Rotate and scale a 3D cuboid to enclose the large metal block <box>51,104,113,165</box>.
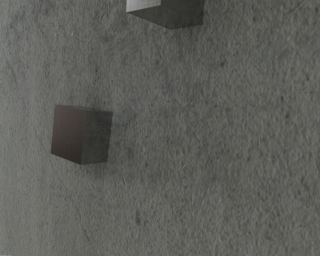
[{"bbox_3d":[-0.124,0.008,0.488,0.080,0.050,0.079,12,98,39],"label":"large metal block"}]

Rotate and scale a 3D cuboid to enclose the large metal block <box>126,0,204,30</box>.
[{"bbox_3d":[0.010,-0.167,0.360,0.050,0.081,0.079,6,94,39],"label":"large metal block"}]
